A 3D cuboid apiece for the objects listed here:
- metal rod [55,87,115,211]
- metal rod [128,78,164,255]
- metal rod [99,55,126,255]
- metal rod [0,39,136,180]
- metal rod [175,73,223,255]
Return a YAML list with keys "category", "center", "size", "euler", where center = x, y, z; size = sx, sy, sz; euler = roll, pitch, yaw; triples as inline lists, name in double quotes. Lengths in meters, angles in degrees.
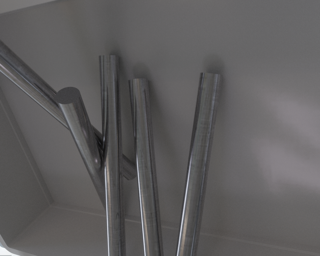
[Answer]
- category: "metal rod"
  center: [-0.087, 0.060, 0.431]
  size: [0.025, 0.025, 0.298]
  euler: [19, 145, 17]
- category: "metal rod"
  center: [-0.014, 0.088, 0.390]
  size: [0.025, 0.025, 0.298]
  euler: [-5, 91, 30]
- category: "metal rod"
  center: [-0.062, 0.057, 0.410]
  size: [0.025, 0.025, 0.298]
  euler: [3, 99, 27]
- category: "metal rod"
  center: [-0.117, -0.018, 0.380]
  size: [0.025, 0.025, 0.300]
  euler: [-8, 140, 32]
- category: "metal rod"
  center: [0.039, 0.087, 0.362]
  size: [0.025, 0.025, 0.298]
  euler: [10, 97, 23]
